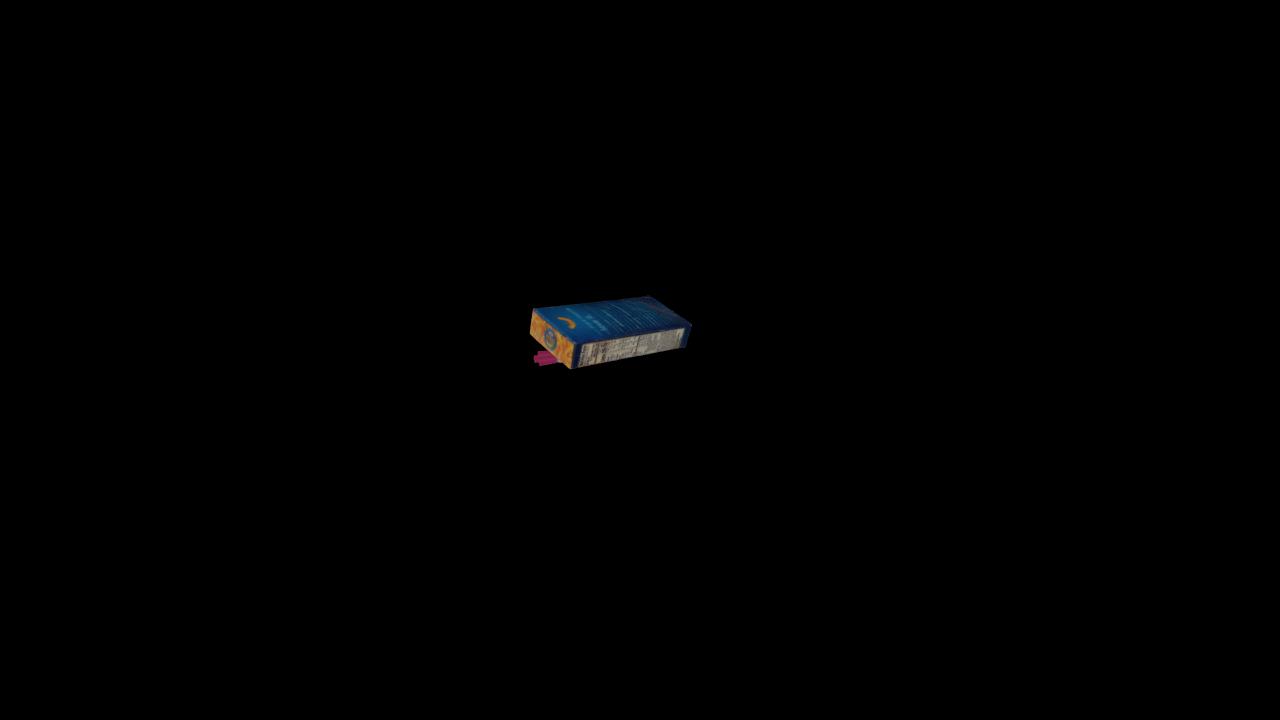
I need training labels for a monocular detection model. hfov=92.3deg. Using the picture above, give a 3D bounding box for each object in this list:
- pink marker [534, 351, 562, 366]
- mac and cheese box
[{"bbox_3d":[-0.071,-0.008,0.765,0.121,0.020,0.020,-7,1,-6],"label":"pink marker"},{"bbox_3d":[-0.033,-0.038,0.760,0.184,0.041,0.093,-11,37,-39],"label":"mac and cheese box"}]
